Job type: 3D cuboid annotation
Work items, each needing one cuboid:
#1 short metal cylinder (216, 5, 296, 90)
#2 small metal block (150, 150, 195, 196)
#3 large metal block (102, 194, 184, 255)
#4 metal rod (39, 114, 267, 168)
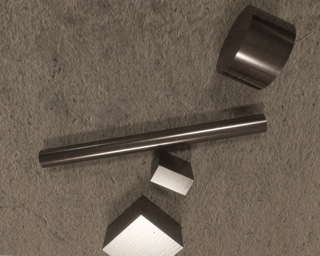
[{"bbox_3d":[0.105,-0.089,0.349,0.050,0.080,0.079,21,109,-8],"label":"short metal cylinder"},{"bbox_3d":[0.016,0.059,0.418,0.050,0.050,0.025,24,108,-9],"label":"small metal block"},{"bbox_3d":[-0.024,0.160,0.455,0.080,0.050,0.080,42,104,-14],"label":"large metal block"},{"bbox_3d":[-0.011,0.018,0.416,0.302,0.025,0.025,-9,110,3],"label":"metal rod"}]
